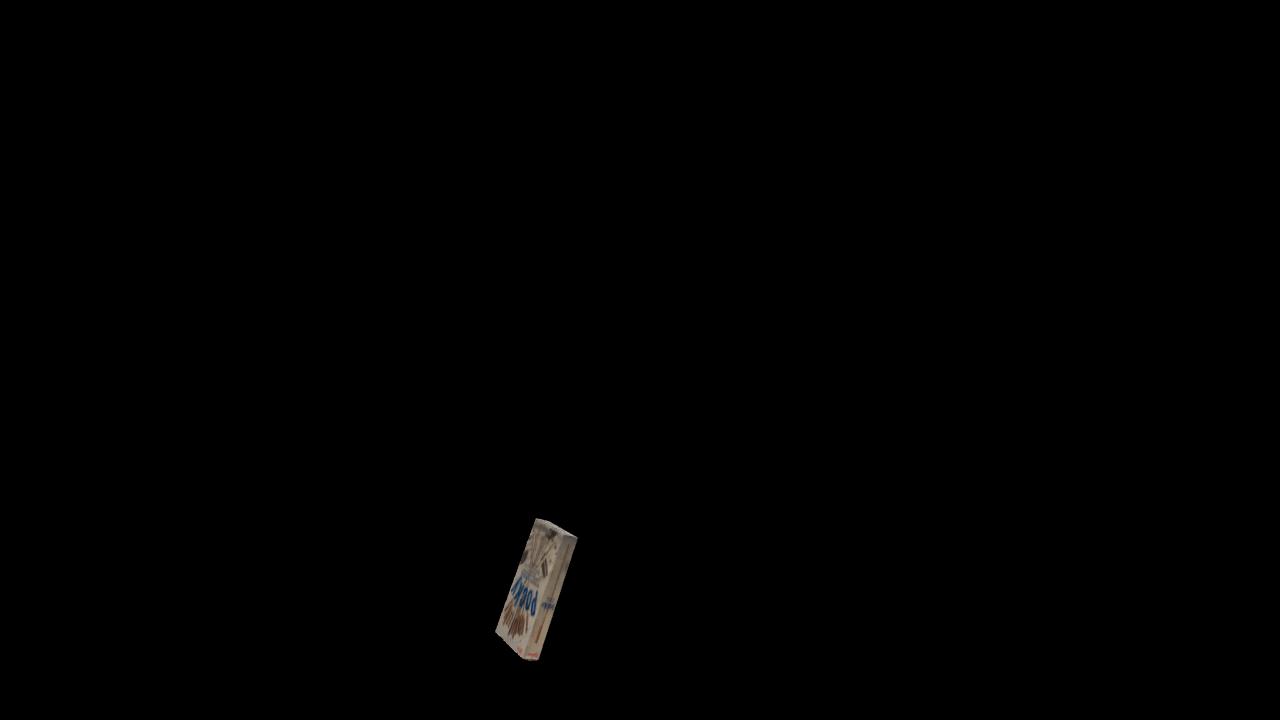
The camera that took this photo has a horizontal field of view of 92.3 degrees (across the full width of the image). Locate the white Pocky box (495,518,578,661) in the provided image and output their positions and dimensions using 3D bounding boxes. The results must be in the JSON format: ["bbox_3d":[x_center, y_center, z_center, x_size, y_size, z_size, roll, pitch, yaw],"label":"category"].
[{"bbox_3d":[-0.132,0.289,0.787,0.028,0.154,0.084,25,-12,-34],"label":"white Pocky box"}]
